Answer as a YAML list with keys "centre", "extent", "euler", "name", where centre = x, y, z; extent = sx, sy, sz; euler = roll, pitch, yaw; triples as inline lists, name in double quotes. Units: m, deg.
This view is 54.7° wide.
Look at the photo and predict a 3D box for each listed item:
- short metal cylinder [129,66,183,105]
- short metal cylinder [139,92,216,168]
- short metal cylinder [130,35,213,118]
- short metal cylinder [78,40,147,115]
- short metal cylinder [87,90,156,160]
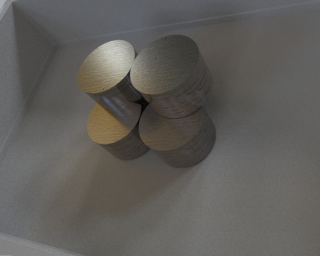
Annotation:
- centre: [0.006, -0.062, 0.423]
  extent: [0.080, 0.050, 0.080]
  euler: [-13, 56, 21]
  name: "short metal cylinder"
- centre: [0.022, 0.002, 0.375]
  extent: [0.080, 0.050, 0.080]
  euler: [-13, 56, 21]
  name: "short metal cylinder"
- centre: [0.014, -0.058, 0.350]
  extent: [0.080, 0.050, 0.080]
  euler: [-13, 56, 21]
  name: "short metal cylinder"
- centre: [-0.055, -0.063, 0.391]
  extent: [0.080, 0.050, 0.080]
  euler: [-13, 56, 21]
  name: "short metal cylinder"
- centre: [-0.049, -0.004, 0.416]
  extent: [0.080, 0.050, 0.080]
  euler: [-13, 56, 21]
  name: "short metal cylinder"
